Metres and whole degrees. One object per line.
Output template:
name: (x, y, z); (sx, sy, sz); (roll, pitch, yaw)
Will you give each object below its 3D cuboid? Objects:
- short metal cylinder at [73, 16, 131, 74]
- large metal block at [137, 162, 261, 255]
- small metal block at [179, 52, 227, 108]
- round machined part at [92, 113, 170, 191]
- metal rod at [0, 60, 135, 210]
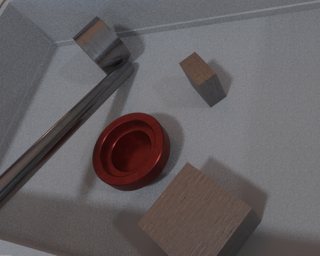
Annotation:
short metal cylinder: (-0.092, -0.130, 0.497); (0.050, 0.080, 0.080); (-44, 51, -2)
large metal block: (0.040, 0.095, 0.310); (0.080, 0.050, 0.080); (34, 80, 38)
small metal block: (0.055, -0.062, 0.398); (0.025, 0.050, 0.050); (-36, 51, 4)
round machined part: (-0.032, 0.033, 0.390); (0.098, 0.042, 0.098); (-13, 56, 20)
metal rod: (-0.117, -0.003, 0.396); (0.025, 0.025, 0.301); (5, 41, 30)
